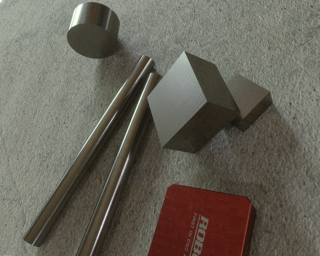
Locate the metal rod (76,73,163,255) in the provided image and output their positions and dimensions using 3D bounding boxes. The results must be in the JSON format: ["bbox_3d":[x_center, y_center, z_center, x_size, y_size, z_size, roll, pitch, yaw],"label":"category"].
[{"bbox_3d":[-0.052,0.058,0.393,0.025,0.025,0.300,6,64,30],"label":"metal rod"}]

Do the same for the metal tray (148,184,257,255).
[{"bbox_3d":[0.036,0.127,0.303,0.090,0.030,0.130,5,64,30],"label":"metal tray"}]

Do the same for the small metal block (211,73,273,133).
[{"bbox_3d":[0.097,-0.031,0.371,0.050,0.025,0.050,-45,51,-4],"label":"small metal block"}]

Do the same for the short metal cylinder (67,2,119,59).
[{"bbox_3d":[-0.112,-0.164,0.525,0.080,0.080,0.050,-10,58,22],"label":"short metal cylinder"}]

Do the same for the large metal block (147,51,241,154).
[{"bbox_3d":[0.035,-0.028,0.364,0.080,0.050,0.080,-48,44,35],"label":"large metal block"}]

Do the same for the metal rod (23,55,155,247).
[{"bbox_3d":[-0.092,0.022,0.436,0.025,0.025,0.300,20,72,35],"label":"metal rod"}]
